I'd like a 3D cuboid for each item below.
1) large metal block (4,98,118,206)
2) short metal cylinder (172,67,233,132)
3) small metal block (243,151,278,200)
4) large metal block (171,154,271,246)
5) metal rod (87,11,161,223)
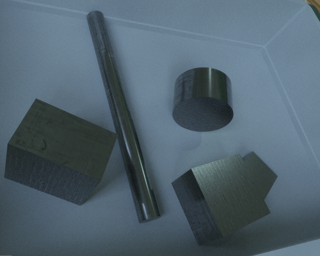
[{"bbox_3d":[-0.097,0.028,0.302,0.080,0.080,0.050,25,53,-13],"label":"large metal block"},{"bbox_3d":[0.059,-0.037,0.427,0.081,0.080,0.050,18,55,-19],"label":"short metal cylinder"},{"bbox_3d":[0.131,0.069,0.436,0.050,0.025,0.050,46,51,3],"label":"small metal block"},{"bbox_3d":[0.073,0.085,0.379,0.081,0.050,0.080,-11,68,-33],"label":"large metal block"},{"bbox_3d":[-0.053,-0.031,0.396,0.025,0.025,0.299,-4,64,-30],"label":"metal rod"}]
